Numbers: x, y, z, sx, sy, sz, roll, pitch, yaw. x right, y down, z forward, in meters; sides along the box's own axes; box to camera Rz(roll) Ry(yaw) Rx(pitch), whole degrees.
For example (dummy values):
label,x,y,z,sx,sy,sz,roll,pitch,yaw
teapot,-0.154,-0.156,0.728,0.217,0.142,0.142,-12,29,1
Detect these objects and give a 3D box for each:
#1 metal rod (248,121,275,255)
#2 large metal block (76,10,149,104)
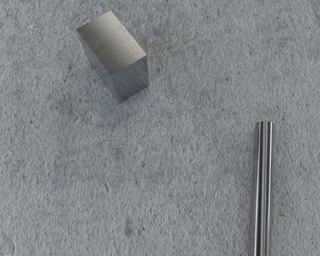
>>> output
label,x,y,z,sx,sy,sz,roll,pitch,yaw
metal rod,0.116,0.134,0.360,0.025,0.025,0.299,8,70,3
large metal block,-0.060,-0.091,0.411,0.050,0.080,0.080,-34,74,-12
